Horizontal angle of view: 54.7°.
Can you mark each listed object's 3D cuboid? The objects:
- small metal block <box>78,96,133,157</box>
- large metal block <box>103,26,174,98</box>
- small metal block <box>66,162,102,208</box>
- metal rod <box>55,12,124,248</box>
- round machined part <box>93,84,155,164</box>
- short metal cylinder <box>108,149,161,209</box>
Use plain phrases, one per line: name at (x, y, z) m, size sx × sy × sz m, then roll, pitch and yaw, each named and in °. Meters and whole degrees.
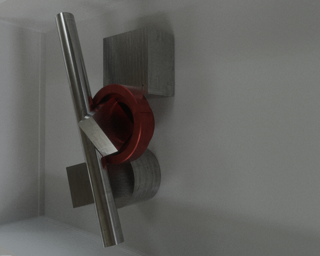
small metal block at (-0.063, -0.002, 0.375) m, size 0.025 × 0.050 × 0.050 m, roll -22°, pitch 111°, yaw 34°
large metal block at (-0.029, -0.080, 0.409) m, size 0.080 × 0.050 × 0.079 m, roll 0°, pitch 90°, yaw 39°
small metal block at (-0.093, 0.073, 0.395) m, size 0.025 × 0.050 × 0.050 m, roll -15°, pitch 78°, yaw 5°
metal rod at (-0.091, -0.008, 0.387) m, size 0.025 × 0.025 × 0.299 m, roll -24°, pitch 75°, yaw 37°
round machined part at (-0.045, -0.005, 0.391) m, size 0.098 × 0.042 × 0.097 m, roll 0°, pitch 90°, yaw 39°
short metal cylinder at (-0.046, 0.066, 0.425) m, size 0.080 × 0.050 × 0.079 m, roll 0°, pitch 90°, yaw 39°
